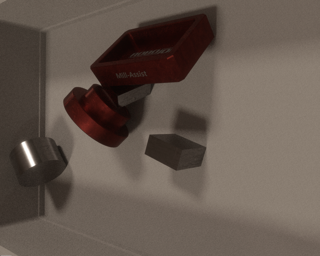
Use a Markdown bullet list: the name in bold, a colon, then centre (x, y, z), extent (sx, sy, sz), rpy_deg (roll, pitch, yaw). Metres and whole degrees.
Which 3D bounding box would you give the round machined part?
- **round machined part**: centre (-0.079, -0.023, 0.425), extent (0.042, 0.098, 0.098), rpy_deg (-45, 62, 12)

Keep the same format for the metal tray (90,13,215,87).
- **metal tray**: centre (-0.012, -0.092, 0.375), extent (0.130, 0.090, 0.030), rpy_deg (3, 136, 39)

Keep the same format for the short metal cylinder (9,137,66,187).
- **short metal cylinder**: centre (-0.214, 0.060, 0.544), extent (0.080, 0.081, 0.050), rpy_deg (-48, 62, 29)

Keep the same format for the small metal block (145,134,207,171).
- **small metal block**: centre (0.019, 0.027, 0.373), extent (0.050, 0.050, 0.025), rpy_deg (24, 105, 37)

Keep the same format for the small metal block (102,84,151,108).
- **small metal block**: centre (-0.048, -0.061, 0.424), extent (0.050, 0.050, 0.025), rpy_deg (51, 155, 27)
